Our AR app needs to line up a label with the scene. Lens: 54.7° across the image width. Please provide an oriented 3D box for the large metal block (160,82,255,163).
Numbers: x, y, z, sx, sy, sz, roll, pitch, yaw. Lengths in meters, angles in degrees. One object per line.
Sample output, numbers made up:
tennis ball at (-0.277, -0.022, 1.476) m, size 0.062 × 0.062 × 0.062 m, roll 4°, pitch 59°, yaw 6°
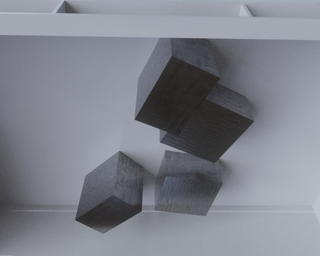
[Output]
large metal block at (0.054, -0.011, 0.384) m, size 0.080 × 0.050 × 0.080 m, roll 22°, pitch 127°, yaw -18°

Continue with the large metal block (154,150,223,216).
large metal block at (0.039, 0.084, 0.465) m, size 0.081 × 0.050 × 0.079 m, roll 9°, pitch 130°, yaw -8°

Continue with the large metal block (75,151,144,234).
large metal block at (-0.071, 0.094, 0.452) m, size 0.080 × 0.080 × 0.050 m, roll -36°, pitch 122°, yaw 26°

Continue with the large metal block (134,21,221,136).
large metal block at (0.015, -0.053, 0.328) m, size 0.050 × 0.080 × 0.079 m, roll 21°, pitch 127°, yaw -17°
